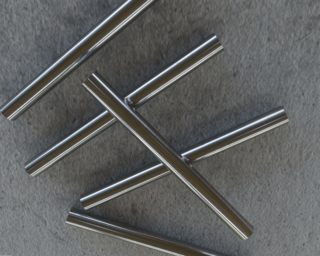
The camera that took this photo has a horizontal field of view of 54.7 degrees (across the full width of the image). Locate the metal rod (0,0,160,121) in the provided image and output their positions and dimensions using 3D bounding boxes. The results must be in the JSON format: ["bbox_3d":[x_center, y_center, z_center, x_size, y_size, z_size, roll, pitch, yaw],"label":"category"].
[{"bbox_3d":[-0.077,-0.106,0.369,0.300,0.025,0.025,-36,107,12],"label":"metal rod"}]

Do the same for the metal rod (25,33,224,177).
[{"bbox_3d":[-0.053,-0.023,0.400,0.300,0.025,0.025,-33,107,11],"label":"metal rod"}]

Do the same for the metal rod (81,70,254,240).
[{"bbox_3d":[0.020,0.044,0.398,0.025,0.025,0.300,-41,106,13],"label":"metal rod"}]

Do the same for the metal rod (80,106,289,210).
[{"bbox_3d":[0.027,0.045,0.426,0.301,0.025,0.025,-25,109,8],"label":"metal rod"}]

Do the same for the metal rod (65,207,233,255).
[{"bbox_3d":[0.007,0.178,0.475,0.302,0.025,0.025,20,109,-8],"label":"metal rod"}]
